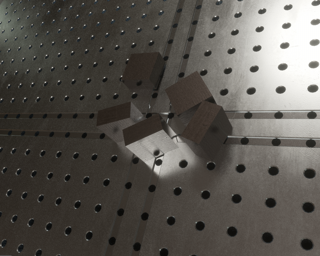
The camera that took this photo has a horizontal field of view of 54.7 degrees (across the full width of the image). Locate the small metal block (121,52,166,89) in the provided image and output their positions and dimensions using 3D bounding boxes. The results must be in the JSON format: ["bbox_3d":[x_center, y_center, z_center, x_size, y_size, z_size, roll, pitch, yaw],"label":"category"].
[{"bbox_3d":[-0.025,-0.087,0.473,0.050,0.025,0.050,4,64,29],"label":"small metal block"}]

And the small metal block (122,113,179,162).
[{"bbox_3d":[-0.011,0.014,0.388,0.050,0.050,0.025,-24,53,13],"label":"small metal block"}]

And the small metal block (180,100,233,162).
[{"bbox_3d":[0.056,0.004,0.360,0.025,0.050,0.050,24,74,36],"label":"small metal block"}]

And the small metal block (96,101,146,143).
[{"bbox_3d":[-0.050,-0.006,0.421,0.050,0.050,0.025,-14,56,20],"label":"small metal block"}]

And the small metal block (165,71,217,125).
[{"bbox_3d":[0.041,-0.040,0.411,0.050,0.025,0.050,-29,52,9],"label":"small metal block"}]
